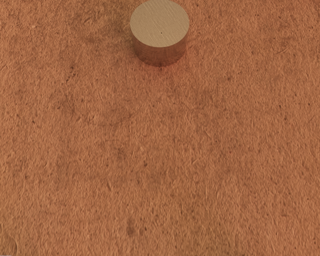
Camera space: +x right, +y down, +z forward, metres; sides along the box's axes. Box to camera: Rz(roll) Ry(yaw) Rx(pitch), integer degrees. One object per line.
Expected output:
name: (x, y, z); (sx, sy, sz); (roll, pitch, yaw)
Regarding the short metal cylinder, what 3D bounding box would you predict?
short metal cylinder: (0.000, -0.135, 0.444); (0.081, 0.050, 0.080); (0, 70, 0)
